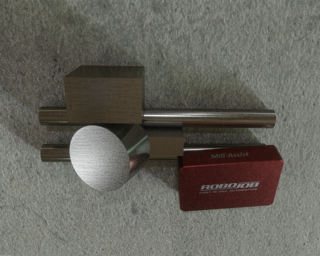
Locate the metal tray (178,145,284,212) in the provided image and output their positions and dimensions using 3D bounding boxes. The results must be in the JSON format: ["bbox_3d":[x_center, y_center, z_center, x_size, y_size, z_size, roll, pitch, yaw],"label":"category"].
[{"bbox_3d":[0.091,0.070,0.420,0.131,0.030,0.089,-4,128,-1],"label":"metal tray"}]

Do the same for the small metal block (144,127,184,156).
[{"bbox_3d":[0.004,0.014,0.402,0.050,0.050,0.025,1,110,-1],"label":"small metal block"}]

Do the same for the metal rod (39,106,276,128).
[{"bbox_3d":[-0.002,-0.014,0.406,0.302,0.025,0.025,1,110,-1],"label":"metal rod"}]

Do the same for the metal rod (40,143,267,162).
[{"bbox_3d":[-0.007,0.034,0.424,0.302,0.025,0.025,0,110,-1],"label":"metal rod"}]

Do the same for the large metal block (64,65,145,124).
[{"bbox_3d":[-0.060,-0.042,0.366,0.081,0.080,0.050,1,110,-1],"label":"large metal block"}]

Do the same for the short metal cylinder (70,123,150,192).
[{"bbox_3d":[-0.059,0.028,0.369,0.080,0.050,0.079,8,110,22],"label":"short metal cylinder"}]
